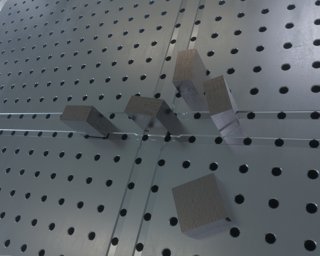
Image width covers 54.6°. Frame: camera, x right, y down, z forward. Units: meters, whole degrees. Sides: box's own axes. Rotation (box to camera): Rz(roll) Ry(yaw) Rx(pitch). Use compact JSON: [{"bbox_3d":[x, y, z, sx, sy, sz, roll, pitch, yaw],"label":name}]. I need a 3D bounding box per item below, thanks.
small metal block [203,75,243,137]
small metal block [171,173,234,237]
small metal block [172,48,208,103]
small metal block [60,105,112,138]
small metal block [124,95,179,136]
[{"bbox_3d":[0.075,-0.026,0.369,0.025,0.050,0.050,-19,54,17],"label":"small metal block"},{"bbox_3d":[0.045,0.083,0.334,0.050,0.025,0.050,-23,53,14],"label":"small metal block"},{"bbox_3d":[0.041,-0.068,0.413,0.025,0.050,0.050,-3,60,27],"label":"small metal block"},{"bbox_3d":[-0.108,-0.010,0.456,0.050,0.050,0.025,3,64,30],"label":"small metal block"},{"bbox_3d":[-0.010,-0.016,0.409,0.050,0.050,0.025,11,68,33],"label":"small metal block"}]
